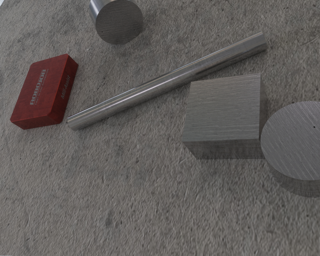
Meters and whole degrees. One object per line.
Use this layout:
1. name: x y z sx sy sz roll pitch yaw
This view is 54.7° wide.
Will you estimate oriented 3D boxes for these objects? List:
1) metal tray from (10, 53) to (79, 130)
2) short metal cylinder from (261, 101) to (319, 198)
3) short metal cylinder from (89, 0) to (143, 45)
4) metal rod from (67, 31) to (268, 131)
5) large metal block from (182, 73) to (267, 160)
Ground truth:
1. metal tray: -0.202 -0.065 0.547 0.090 0.030 0.130 -8 58 24
2. short metal cylinder: 0.143 0.021 0.300 0.080 0.050 0.080 -13 56 21
3. short metal cylinder: -0.075 -0.190 0.524 0.080 0.080 0.050 -32 52 7
4. metal rod: 0.000 -0.060 0.440 0.301 0.025 0.025 -22 54 15
5. large metal block: 0.077 -0.011 0.354 0.080 0.050 0.080 -4 60 26
